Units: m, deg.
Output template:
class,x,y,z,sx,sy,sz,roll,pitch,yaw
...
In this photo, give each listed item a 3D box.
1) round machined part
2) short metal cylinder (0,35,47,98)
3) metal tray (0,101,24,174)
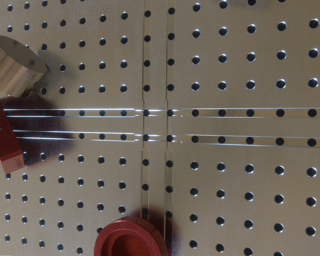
class,x,y,z,sx,sy,sz,roll,pitch,yaw
round machined part,-0.035,0.167,0.416,0.098,0.042,0.097,0,90,20
short metal cylinder,-0.218,-0.091,0.460,0.050,0.080,0.080,-46,76,14
metal tray,-0.246,-0.002,0.468,0.130,0.030,0.090,62,152,9
